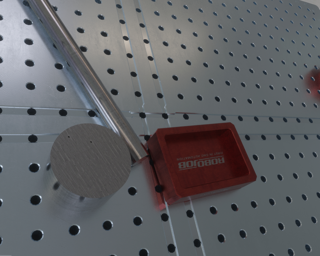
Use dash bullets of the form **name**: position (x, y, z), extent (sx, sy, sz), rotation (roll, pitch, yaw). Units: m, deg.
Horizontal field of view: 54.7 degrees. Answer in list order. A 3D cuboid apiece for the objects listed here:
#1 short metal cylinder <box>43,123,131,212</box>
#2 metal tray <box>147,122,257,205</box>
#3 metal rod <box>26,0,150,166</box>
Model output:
- **short metal cylinder**: position (-0.077, 0.042, 0.325), extent (0.081, 0.050, 0.080), rotation (14, 56, -21)
- **metal tray**: position (0.057, 0.042, 0.409), extent (0.131, 0.030, 0.090), rotation (-5, 64, -31)
- **metal rod**: position (-0.105, -0.082, 0.401), extent (0.025, 0.025, 0.299), rotation (-26, 76, -37)
